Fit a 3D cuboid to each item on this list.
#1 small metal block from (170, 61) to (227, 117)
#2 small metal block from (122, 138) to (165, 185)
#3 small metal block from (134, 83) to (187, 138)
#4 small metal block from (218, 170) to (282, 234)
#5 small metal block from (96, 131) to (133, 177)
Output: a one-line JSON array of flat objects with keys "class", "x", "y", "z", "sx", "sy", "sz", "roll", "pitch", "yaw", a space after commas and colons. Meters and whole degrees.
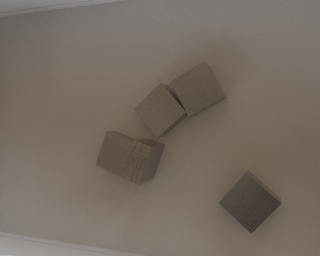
[{"class": "small metal block", "x": 0.049, "y": -0.048, "z": 0.393, "sx": 0.050, "sy": 0.025, "sz": 0.050, "roll": -30, "pitch": 80, "yaw": 17}, {"class": "small metal block", "x": -0.020, "y": 0.042, "z": 0.403, "sx": 0.025, "sy": 0.050, "sz": 0.050, "roll": 20, "pitch": 97, "yaw": 18}, {"class": "small metal block", "x": 0.003, "y": -0.023, "z": 0.409, "sx": 0.050, "sy": 0.025, "sz": 0.050, "roll": -43, "pitch": 77, "yaw": 14}, {"class": "small metal block", "x": 0.108, "y": 0.088, "z": 0.372, "sx": 0.050, "sy": 0.025, "sz": 0.050, "roll": 42, "pitch": 103, "yaw": 14}, {"class": "small metal block", "x": -0.054, "y": 0.036, "z": 0.429, "sx": 0.050, "sy": 0.025, "sz": 0.050, "roll": 22, "pitch": 97, "yaw": 18}]
